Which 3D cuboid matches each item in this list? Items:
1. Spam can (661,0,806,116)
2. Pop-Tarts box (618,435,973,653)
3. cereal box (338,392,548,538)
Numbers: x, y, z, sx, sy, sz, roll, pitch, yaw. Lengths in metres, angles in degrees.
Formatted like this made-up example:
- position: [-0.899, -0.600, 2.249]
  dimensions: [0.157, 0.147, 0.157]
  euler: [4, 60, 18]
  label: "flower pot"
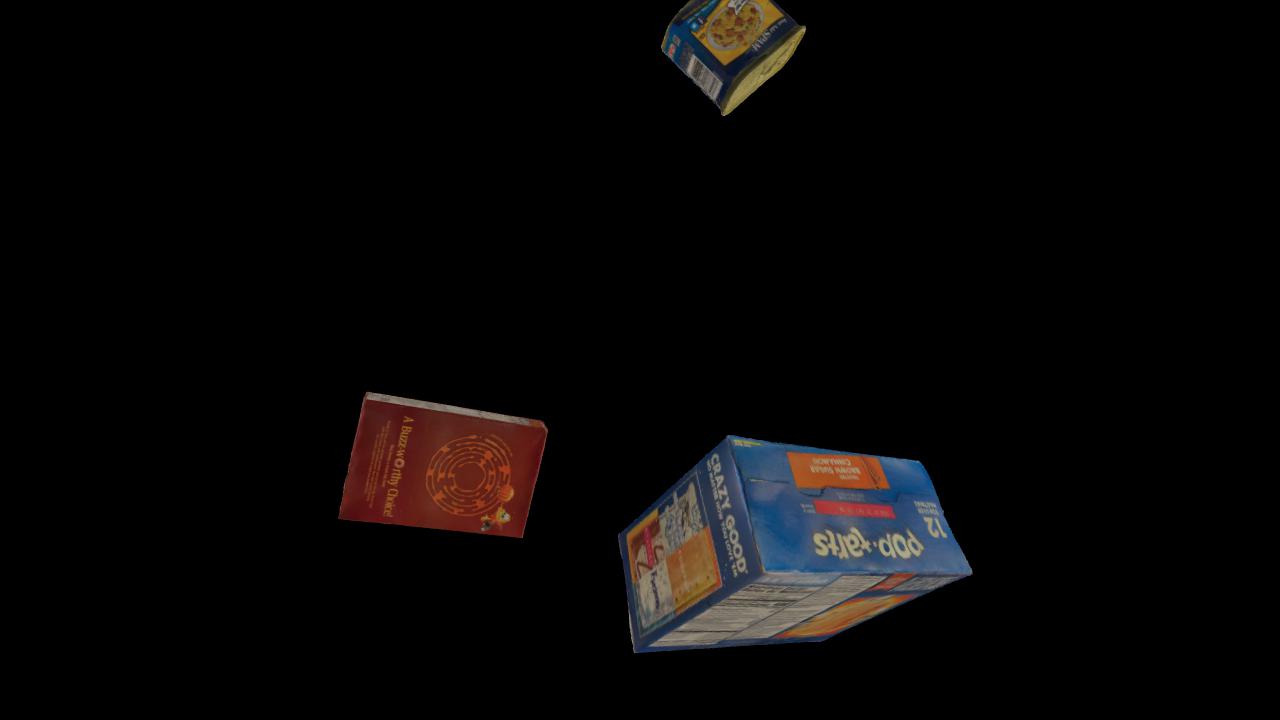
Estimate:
- position: [0.083, -0.288, 0.555]
  dimensions: [0.101, 0.085, 0.058]
  euler: [-44, -2, -14]
  label: "Spam can"
- position: [0.093, 0.125, 0.402]
  dimensions: [0.167, 0.083, 0.141]
  euler: [10, -41, -28]
  label: "Pop-Tarts box"
- position: [-0.328, 0.182, 1.050]
  dimensions: [0.306, 0.203, 0.081]
  euler: [12, 4, -21]
  label: "cereal box"
